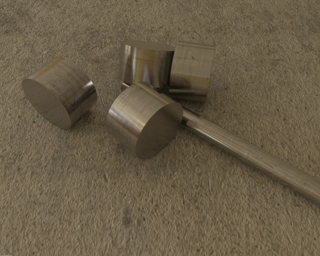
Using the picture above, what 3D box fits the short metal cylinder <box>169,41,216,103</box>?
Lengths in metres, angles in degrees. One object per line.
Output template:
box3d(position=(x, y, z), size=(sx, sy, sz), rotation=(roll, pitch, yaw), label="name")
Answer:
box3d(position=(0.046, -0.079, 0.434), size=(0.050, 0.080, 0.080), rotation=(10, 51, 8), label="short metal cylinder")

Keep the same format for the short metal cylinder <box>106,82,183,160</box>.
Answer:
box3d(position=(-0.017, -0.009, 0.375), size=(0.050, 0.080, 0.080), rotation=(37, 59, 26), label="short metal cylinder")

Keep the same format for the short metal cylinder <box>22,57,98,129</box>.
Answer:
box3d(position=(-0.130, -0.045, 0.404), size=(0.080, 0.080, 0.050), rotation=(26, 55, 20), label="short metal cylinder")

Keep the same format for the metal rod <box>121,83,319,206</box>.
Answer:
box3d(position=(0.070, 0.008, 0.396), size=(0.300, 0.025, 0.025), rotation=(31, 57, 23), label="metal rod")

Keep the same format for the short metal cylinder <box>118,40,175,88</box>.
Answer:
box3d(position=(-0.017, -0.094, 0.445), size=(0.081, 0.050, 0.080), rotation=(7, 23, -3), label="short metal cylinder")
